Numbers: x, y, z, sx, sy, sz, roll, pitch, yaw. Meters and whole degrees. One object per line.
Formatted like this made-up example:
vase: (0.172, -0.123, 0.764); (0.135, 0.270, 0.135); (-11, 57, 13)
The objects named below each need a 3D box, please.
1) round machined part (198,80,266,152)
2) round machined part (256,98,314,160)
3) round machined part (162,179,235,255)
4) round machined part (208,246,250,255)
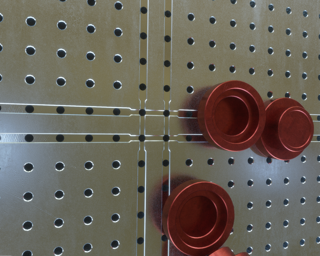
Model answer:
round machined part: (0.097, -0.017, 0.441); (0.099, 0.042, 0.097); (0, 90, -21)
round machined part: (0.196, 0.002, 0.478); (0.099, 0.042, 0.097); (0, 90, -21)
round machined part: (0.048, 0.119, 0.423); (0.099, 0.042, 0.097); (0, 90, -21)
round machined part: (0.081, 0.200, 0.418); (0.099, 0.042, 0.097); (-23, 139, -22)
